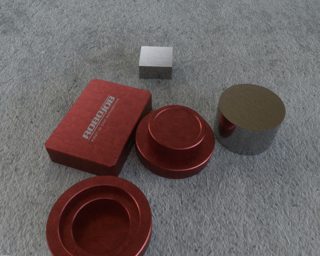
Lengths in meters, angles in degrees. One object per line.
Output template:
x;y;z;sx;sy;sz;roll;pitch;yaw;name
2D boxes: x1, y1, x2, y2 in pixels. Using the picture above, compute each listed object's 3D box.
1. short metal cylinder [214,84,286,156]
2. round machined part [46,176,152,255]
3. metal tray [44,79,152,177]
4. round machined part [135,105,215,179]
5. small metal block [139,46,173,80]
0.112;-0.012;0.398;0.081;0.050;0.080;0;50;0;short metal cylinder
-0.057;0.100;0.307;0.099;0.042;0.098;0;50;0;round machined part
-0.074;-0.004;0.403;0.090;0.030;0.130;15;51;12;metal tray
0.019;0.010;0.380;0.099;0.042;0.098;3;51;-3;round machined part
-0.006;-0.104;0.490;0.050;0.025;0.050;2;50;1;small metal block
